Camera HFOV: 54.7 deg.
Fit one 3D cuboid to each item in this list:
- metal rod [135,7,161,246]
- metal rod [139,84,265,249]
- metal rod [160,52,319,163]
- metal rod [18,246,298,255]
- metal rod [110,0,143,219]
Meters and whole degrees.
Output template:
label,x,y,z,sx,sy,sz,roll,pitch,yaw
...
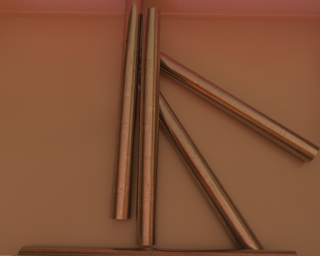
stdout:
label,x,y,z,sx,sy,sz,roll,pitch,yaw
metal rod,-0.014,-0.011,0.391,0.025,0.025,0.299,1,78,0
metal rod,0.038,0.032,0.397,0.025,0.025,0.299,-29,73,-10
metal rod,0.074,-0.047,0.426,0.300,0.025,0.025,33,73,11
metal rod,-0.007,0.145,0.341,0.302,0.025,0.025,-1,70,5
metal rod,-0.041,-0.038,0.403,0.025,0.025,0.299,2,77,1
